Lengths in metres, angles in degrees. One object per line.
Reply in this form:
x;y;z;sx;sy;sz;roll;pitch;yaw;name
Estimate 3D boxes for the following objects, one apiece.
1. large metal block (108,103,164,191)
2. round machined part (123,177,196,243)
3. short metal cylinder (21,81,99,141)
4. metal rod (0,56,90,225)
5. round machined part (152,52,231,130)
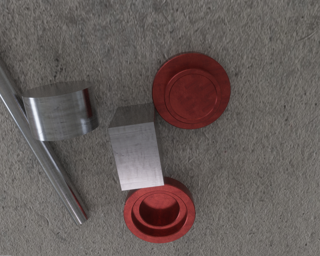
-0.026;0.020;0.387;0.050;0.080;0.079;-8;110;3;large metal block
-0.001;0.111;0.442;0.099;0.042;0.097;0;110;0;round machined part
-0.117;-0.023;0.371;0.080;0.080;0.050;-5;110;2;short metal cylinder
-0.170;0.004;0.409;0.025;0.025;0.299;-21;109;7;metal rod
0.039;-0.043;0.385;0.099;0.042;0.097;0;110;0;round machined part
